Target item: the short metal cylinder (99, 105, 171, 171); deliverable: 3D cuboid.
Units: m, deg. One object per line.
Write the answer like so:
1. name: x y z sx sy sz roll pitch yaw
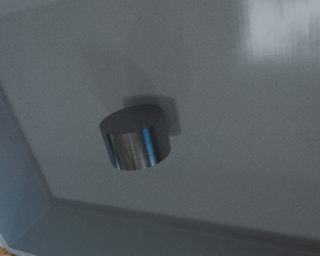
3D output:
1. short metal cylinder: -0.030 0.010 0.392 0.080 0.080 0.050 2 119 27
